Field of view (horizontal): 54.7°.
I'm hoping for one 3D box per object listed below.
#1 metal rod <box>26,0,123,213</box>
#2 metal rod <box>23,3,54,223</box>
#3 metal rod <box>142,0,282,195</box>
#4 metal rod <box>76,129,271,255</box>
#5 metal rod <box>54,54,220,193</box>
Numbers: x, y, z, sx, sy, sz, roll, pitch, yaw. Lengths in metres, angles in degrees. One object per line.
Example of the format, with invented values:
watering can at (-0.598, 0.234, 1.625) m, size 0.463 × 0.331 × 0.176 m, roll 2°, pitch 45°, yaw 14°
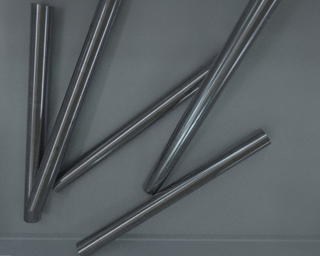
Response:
metal rod at (-0.111, -0.024, 0.389) m, size 0.025 × 0.025 × 0.298 m, roll 22°, pitch 104°, yaw -8°
metal rod at (-0.162, -0.005, 0.407) m, size 0.025 × 0.025 × 0.298 m, roll 10°, pitch 110°, yaw -4°
metal rod at (0.044, -0.020, 0.357) m, size 0.025 × 0.025 × 0.298 m, roll 22°, pitch 126°, yaw -8°
metal rod at (0.016, 0.092, 0.428) m, size 0.301 × 0.025 × 0.025 m, roll -33°, pitch 107°, yaw 4°
metal rod at (-0.028, -0.005, 0.409) m, size 0.300 × 0.025 × 0.025 m, roll -36°, pitch 106°, yaw 12°
